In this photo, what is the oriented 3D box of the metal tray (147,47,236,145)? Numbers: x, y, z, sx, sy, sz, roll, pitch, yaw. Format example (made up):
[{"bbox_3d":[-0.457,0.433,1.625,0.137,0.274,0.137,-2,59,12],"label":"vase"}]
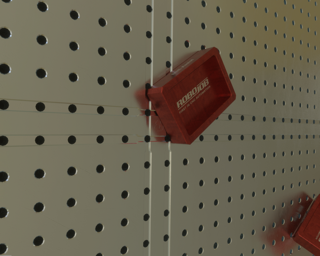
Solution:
[{"bbox_3d":[0.051,-0.048,0.447,0.131,0.030,0.090,-41,115,-32],"label":"metal tray"}]

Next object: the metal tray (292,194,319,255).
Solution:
[{"bbox_3d":[0.355,0.214,0.662,0.131,0.090,0.030,-39,151,-33],"label":"metal tray"}]
